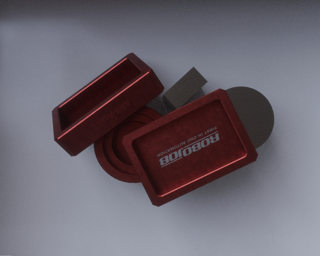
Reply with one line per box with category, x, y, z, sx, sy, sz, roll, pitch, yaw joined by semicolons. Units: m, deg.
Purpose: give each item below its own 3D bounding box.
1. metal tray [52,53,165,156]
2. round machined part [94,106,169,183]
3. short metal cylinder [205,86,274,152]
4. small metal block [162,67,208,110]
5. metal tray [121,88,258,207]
metal tray;-0.067;-0.033;0.375;0.130;0.090;0.030;-36;122;-1
round machined part;-0.032;0.019;0.402;0.099;0.042;0.097;0;90;-1
short metal cylinder;0.098;-0.011;0.398;0.081;0.050;0.079;0;90;-1
small metal block;0.030;-0.048;0.397;0.050;0.050;0.025;-43;90;-2
metal tray;0.033;0.022;0.360;0.130;0.030;0.090;-26;90;4
